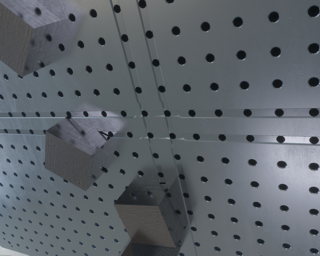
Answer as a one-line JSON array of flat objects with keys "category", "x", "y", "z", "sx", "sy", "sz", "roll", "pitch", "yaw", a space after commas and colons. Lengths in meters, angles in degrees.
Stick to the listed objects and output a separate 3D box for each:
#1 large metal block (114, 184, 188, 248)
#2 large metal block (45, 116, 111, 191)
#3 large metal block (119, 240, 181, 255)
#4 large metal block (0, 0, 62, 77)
[{"category": "large metal block", "x": -0.013, "y": 0.135, "z": 0.486, "sx": 0.080, "sy": 0.050, "sz": 0.080, "roll": -7, "pitch": 115, "yaw": 31}, {"category": "large metal block", "x": -0.132, "y": 0.040, "z": 0.490, "sx": 0.080, "sy": 0.050, "sz": 0.079, "roll": 26, "pitch": 128, "yaw": 12}, {"category": "large metal block", "x": -0.024, "y": 0.221, "z": 0.526, "sx": 0.080, "sy": 0.080, "sz": 0.050, "roll": 36, "pitch": 129, "yaw": 4}, {"category": "large metal block", "x": -0.190, "y": -0.130, "z": 0.416, "sx": 0.080, "sy": 0.050, "sz": 0.080, "roll": 38, "pitch": 129, "yaw": 2}]
